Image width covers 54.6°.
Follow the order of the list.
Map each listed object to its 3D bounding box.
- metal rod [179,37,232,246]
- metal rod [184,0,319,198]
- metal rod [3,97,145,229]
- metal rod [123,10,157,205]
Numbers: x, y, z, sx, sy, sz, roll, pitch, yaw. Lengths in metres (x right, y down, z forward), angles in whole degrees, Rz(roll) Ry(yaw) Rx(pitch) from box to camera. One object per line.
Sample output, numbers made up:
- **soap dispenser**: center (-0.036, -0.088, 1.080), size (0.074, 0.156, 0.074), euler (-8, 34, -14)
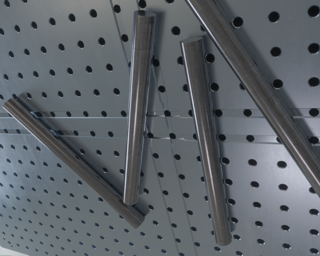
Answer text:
- **metal rod**: center (0.064, 0.036, 0.399), size (0.025, 0.025, 0.298), euler (1, 119, 28)
- **metal rod**: center (0.116, -0.028, 0.332), size (0.025, 0.025, 0.300), euler (-30, 102, 38)
- **metal rod**: center (-0.143, 0.060, 0.524), size (0.300, 0.025, 0.025), euler (43, 129, -2)
- **metal rod**: center (-0.033, -0.004, 0.426), size (0.025, 0.025, 0.298), euler (19, 126, 17)
